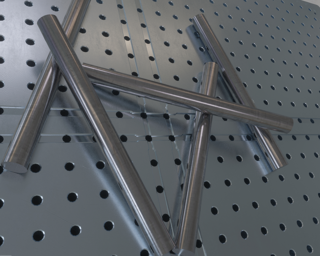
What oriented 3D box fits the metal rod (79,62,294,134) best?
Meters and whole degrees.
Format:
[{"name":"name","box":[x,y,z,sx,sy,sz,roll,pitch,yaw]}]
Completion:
[{"name":"metal rod","box":[0.043,-0.038,0.426,0.302,0.025,0.025,13,56,-11]}]

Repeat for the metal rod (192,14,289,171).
[{"name":"metal rod","box":[0.126,-0.070,0.517,0.025,0.025,0.299,-11,67,-33]}]

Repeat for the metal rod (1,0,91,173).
[{"name":"metal rod","box":[-0.129,-0.085,0.389,0.025,0.025,0.300,19,54,-17]}]

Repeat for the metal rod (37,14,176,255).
[{"name":"metal rod","box":[-0.065,0.001,0.352,0.025,0.025,0.299,-23,80,-36]}]

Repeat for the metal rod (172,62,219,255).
[{"name":"metal rod","box":[0.055,0.018,0.426,0.025,0.025,0.300,24,53,-14]}]
